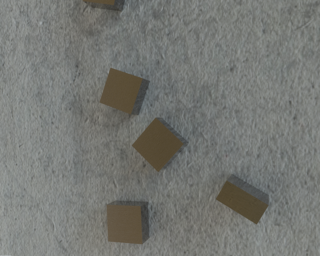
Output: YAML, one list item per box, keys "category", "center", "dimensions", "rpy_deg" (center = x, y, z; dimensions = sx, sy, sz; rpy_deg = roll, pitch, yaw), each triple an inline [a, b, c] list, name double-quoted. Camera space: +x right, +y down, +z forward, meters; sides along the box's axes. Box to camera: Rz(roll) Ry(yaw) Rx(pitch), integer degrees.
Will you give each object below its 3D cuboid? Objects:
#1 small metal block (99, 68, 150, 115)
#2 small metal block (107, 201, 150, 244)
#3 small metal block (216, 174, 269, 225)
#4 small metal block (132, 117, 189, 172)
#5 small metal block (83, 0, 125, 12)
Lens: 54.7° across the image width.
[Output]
- category: "small metal block"
  center: [-0.048, -0.050, 0.425]
  dimensions: [0.050, 0.025, 0.050]
  rpy_deg: [21, 97, 18]
- category: "small metal block"
  center: [-0.043, 0.128, 0.423]
  dimensions: [0.050, 0.025, 0.050]
  rpy_deg: [-3, 89, 19]
- category: "small metal block"
  center: [0.097, 0.081, 0.361]
  dimensions: [0.050, 0.050, 0.025]
  rpy_deg: [30, 100, 17]
- category: "small metal block"
  center: [0.000, 0.021, 0.408]
  dimensions: [0.050, 0.025, 0.050]
  rpy_deg: [44, 103, 14]
- category: "small metal block"
  center: [-0.075, -0.196, 0.434]
  dimensions: [0.050, 0.025, 0.050]
  rpy_deg: [15, 95, 19]
